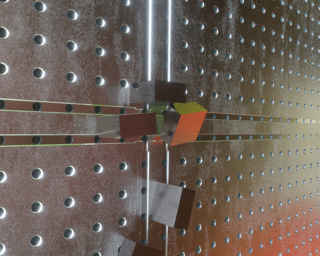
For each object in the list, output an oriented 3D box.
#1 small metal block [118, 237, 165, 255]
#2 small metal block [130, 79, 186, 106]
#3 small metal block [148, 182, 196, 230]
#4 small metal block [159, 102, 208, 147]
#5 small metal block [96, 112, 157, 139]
[{"bbox_3d":[-0.028,0.171,0.388,0.050,0.025,0.050,33,70,-35],"label":"small metal block"},{"bbox_3d":[-0.003,-0.044,0.392,0.050,0.050,0.025,1,89,-40],"label":"small metal block"},{"bbox_3d":[0.015,0.101,0.408,0.025,0.050,0.050,23,75,-38],"label":"small metal block"},{"bbox_3d":[0.031,-0.006,0.423,0.050,0.025,0.050,-11,130,-40],"label":"small metal block"},{"bbox_3d":[-0.039,-0.004,0.362,0.050,0.050,0.025,-7,95,-40],"label":"small metal block"}]
